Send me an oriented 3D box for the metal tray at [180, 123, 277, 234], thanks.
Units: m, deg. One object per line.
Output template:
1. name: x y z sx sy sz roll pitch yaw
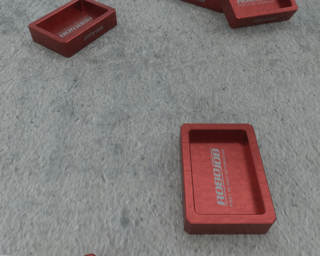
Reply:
1. metal tray: 0.071 0.053 0.356 0.091 0.030 0.130 0 50 -1

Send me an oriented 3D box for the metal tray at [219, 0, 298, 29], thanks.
1. metal tray: 0.180 -0.240 0.579 0.131 0.030 0.090 -13 74 -14

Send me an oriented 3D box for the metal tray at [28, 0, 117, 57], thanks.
1. metal tray: -0.152 -0.184 0.552 0.090 0.030 0.131 28 55 21

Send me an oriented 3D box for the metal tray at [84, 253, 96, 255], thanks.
1. metal tray: -0.036 0.178 0.250 0.130 0.030 0.090 27 55 20

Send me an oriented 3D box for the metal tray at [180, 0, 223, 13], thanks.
1. metal tray: 0.093 -0.290 0.644 0.130 0.030 0.090 26 54 20
